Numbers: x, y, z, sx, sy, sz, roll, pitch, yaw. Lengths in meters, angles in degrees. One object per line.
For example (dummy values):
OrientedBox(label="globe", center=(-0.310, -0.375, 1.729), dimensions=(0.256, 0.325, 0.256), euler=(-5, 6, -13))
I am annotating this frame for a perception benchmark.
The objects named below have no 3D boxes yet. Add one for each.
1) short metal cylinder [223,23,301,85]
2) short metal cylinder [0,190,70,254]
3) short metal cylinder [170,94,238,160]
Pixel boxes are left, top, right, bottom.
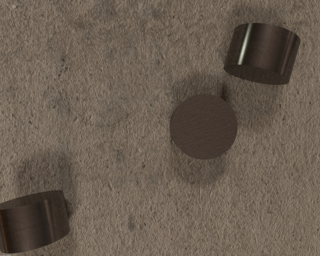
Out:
OrientedBox(label="short metal cylinder", center=(0.125, -0.089, 0.384), dimensions=(0.080, 0.080, 0.050), euler=(16, 90, -1))
OrientedBox(label="short metal cylinder", center=(-0.156, 0.112, 0.381), dimensions=(0.080, 0.080, 0.050), euler=(-10, 90, 0))
OrientedBox(label="short metal cylinder", center=(0.054, -0.002, 0.398), dimensions=(0.081, 0.050, 0.079), euler=(0, 90, -1))
